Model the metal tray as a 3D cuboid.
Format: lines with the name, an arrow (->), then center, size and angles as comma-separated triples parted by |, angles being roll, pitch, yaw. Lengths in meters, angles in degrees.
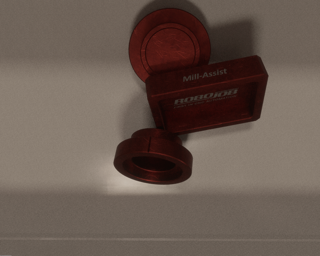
metal tray -> 0.055, -0.033, 0.371 | 0.131, 0.030, 0.090 | -11, 147, 3

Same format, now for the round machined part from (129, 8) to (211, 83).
round machined part -> 0.012, -0.091, 0.369 | 0.099, 0.042, 0.097 | 0, 110, -1

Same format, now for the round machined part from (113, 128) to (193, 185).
round machined part -> -0.007, 0.035, 0.398 | 0.099, 0.042, 0.098 | 6, 149, 4
